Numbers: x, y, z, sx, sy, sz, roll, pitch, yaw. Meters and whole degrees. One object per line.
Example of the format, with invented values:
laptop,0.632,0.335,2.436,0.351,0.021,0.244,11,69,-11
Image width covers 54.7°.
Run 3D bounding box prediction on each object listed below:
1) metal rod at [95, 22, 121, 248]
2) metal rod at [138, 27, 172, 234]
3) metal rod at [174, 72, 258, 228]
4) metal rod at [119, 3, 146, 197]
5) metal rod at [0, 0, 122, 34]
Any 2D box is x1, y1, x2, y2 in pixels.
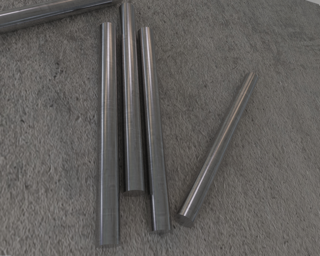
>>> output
metal rod,-0.064,-0.014,0.377,0.025,0.025,0.299,9,58,-24
metal rod,-0.011,-0.018,0.408,0.025,0.025,0.299,9,58,-24
metal rod,0.093,0.009,0.447,0.025,0.025,0.301,37,51,-3
metal rod,-0.041,-0.058,0.416,0.025,0.025,0.299,9,58,-24
metal rod,-0.167,-0.146,0.402,0.302,0.025,0.025,-34,81,-38
